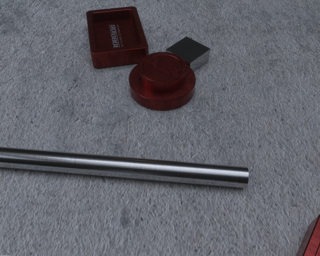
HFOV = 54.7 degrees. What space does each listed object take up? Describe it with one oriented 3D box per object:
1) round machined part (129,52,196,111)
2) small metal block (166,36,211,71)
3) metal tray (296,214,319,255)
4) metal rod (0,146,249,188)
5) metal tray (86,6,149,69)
[{"bbox_3d":[0.004,-0.075,0.455,0.099,0.042,0.098,0,50,0],"label":"round machined part"},{"bbox_3d":[0.045,-0.118,0.503,0.050,0.025,0.050,36,58,26],"label":"small metal block"},{"bbox_3d":[0.162,0.153,0.273,0.090,0.030,0.131,29,55,22],"label":"metal tray"},{"bbox_3d":[-0.051,0.045,0.364,0.302,0.025,0.025,4,50,3],"label":"metal rod"},{"bbox_3d":[-0.075,-0.159,0.532,0.091,0.030,0.130,-9,51,-8],"label":"metal tray"}]
